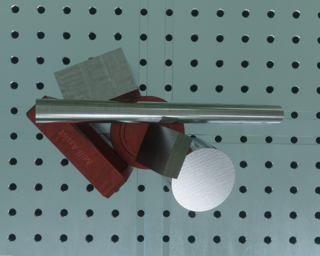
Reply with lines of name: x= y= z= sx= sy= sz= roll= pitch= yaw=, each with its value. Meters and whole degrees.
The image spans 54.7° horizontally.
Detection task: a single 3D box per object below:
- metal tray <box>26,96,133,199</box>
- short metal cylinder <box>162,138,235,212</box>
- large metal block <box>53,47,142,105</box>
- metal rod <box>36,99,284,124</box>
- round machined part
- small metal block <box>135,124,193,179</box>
metal tray: x=-0.092 y=0.021 z=0.379 sx=0.030 sy=0.090 sz=0.130 roll=-44 pitch=91 yaw=0
short metal cylinder: x=0.046 y=0.057 z=0.389 sx=0.081 sy=0.050 sz=0.079 roll=-4 pitch=103 yaw=-15
large metal block: x=-0.072 y=-0.053 z=0.383 sx=0.080 sy=0.080 sz=0.050 roll=-21 pitch=90 yaw=0
metal rod: x=0.016 y=-0.018 z=0.366 sx=0.303 sy=0.025 sz=0.025 roll=0 pitch=90 yaw=-20
round machined part: x=-0.017 y=0.006 z=0.407 sx=0.099 sy=0.042 sz=0.097 roll=0 pitch=90 yaw=-1
small metal block: x=0.004 y=0.025 z=0.357 sx=0.025 sy=0.050 sz=0.050 roll=23 pitch=87 yaw=-43
